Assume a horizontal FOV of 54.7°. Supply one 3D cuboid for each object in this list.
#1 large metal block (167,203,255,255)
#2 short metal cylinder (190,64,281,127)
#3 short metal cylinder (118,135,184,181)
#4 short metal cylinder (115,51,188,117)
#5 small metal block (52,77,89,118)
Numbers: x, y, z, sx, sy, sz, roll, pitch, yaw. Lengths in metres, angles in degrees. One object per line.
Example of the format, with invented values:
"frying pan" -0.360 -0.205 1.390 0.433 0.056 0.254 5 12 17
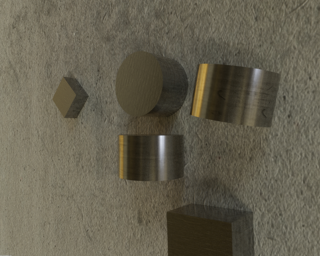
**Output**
"large metal block" 0.056 0.133 0.343 0.080 0.050 0.080 -3 88 40
"short metal cylinder" 0.073 -0.032 0.309 0.080 0.081 0.050 14 99 39
"short metal cylinder" -0.011 0.033 0.378 0.080 0.081 0.050 0 90 40
"short metal cylinder" -0.011 -0.054 0.398 0.080 0.050 0.079 0 90 40
"small metal block" -0.155 -0.052 0.533 0.050 0.025 0.050 50 119 28
